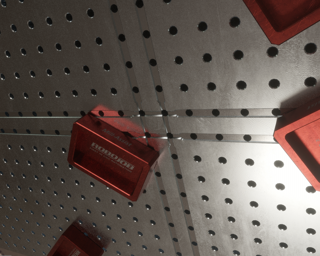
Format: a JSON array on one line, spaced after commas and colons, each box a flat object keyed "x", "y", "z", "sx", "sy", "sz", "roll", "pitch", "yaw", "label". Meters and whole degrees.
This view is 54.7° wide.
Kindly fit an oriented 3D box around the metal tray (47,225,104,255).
[{"x": -0.186, "y": 0.274, "z": 0.672, "sx": 0.090, "sy": 0.030, "sz": 0.129, "roll": 39, "pitch": 129, "yaw": 1, "label": "metal tray"}]

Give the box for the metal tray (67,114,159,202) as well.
[{"x": -0.075, "y": 0.046, "z": 0.474, "sx": 0.130, "sy": 0.030, "sz": 0.089, "roll": 29, "pitch": 128, "yaw": 9, "label": "metal tray"}]

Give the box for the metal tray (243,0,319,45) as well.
[{"x": 0.104, "y": -0.149, "z": 0.260, "sx": 0.090, "sy": 0.030, "sz": 0.130, "roll": -30, "pitch": 102, "yaw": 37, "label": "metal tray"}]

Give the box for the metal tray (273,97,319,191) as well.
[{"x": 0.195, "y": 0.004, "z": 0.307, "sx": 0.130, "sy": 0.030, "sz": 0.090, "roll": -34, "pitch": 100, "yaw": 38, "label": "metal tray"}]
